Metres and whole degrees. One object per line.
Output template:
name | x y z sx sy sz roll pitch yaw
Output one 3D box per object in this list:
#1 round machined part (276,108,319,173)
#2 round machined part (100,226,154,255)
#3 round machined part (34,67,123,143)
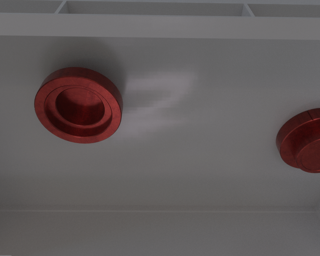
round machined part | 0.214 0.024 0.420 0.099 0.042 0.097 0 130 0
round machined part | -0.062 0.225 0.591 0.099 0.042 0.097 0 130 0
round machined part | -0.094 -0.031 0.371 0.099 0.042 0.097 0 130 0
